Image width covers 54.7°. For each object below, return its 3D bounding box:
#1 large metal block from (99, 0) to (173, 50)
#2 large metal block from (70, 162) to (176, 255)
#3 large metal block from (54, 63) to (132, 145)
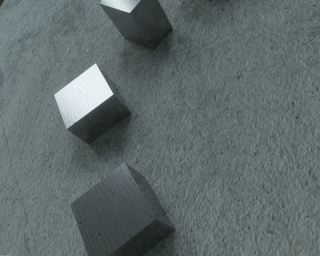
[{"bbox_3d":[-0.038,-0.181,0.500,0.080,0.080,0.050,32,80,38],"label":"large metal block"},{"bbox_3d":[-0.043,0.100,0.349,0.080,0.050,0.080,-38,51,2],"label":"large metal block"},{"bbox_3d":[-0.101,-0.036,0.464,0.080,0.050,0.080,-36,51,4],"label":"large metal block"}]
